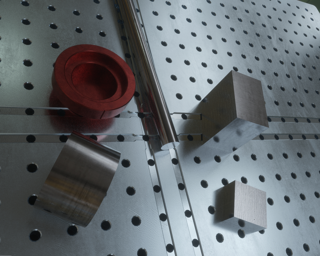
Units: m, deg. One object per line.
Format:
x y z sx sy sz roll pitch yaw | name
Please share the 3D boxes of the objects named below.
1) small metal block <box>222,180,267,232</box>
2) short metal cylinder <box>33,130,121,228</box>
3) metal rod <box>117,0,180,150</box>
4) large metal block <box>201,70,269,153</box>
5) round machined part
0.112 0.103 0.408 0.050 0.025 0.050 23 53 -15 | small metal block
-0.079 0.049 0.301 0.050 0.080 0.080 27 52 -12 | short metal cylinder
-0.027 -0.108 0.461 0.025 0.025 0.299 -3 63 -30 | metal rod
0.103 -0.022 0.444 0.050 0.080 0.080 16 55 -20 | large metal block
-0.084 -0.053 0.385 0.099 0.042 0.098 14 56 -21 | round machined part
